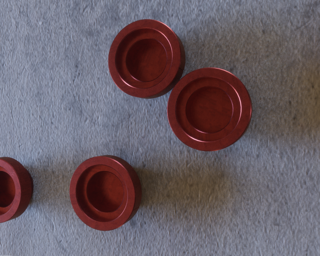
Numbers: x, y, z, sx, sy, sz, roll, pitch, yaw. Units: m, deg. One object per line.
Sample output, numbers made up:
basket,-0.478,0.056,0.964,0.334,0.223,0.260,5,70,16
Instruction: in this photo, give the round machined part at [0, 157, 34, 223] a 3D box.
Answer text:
round machined part,-0.239,0.093,0.482,0.098,0.042,0.097,0,90,19

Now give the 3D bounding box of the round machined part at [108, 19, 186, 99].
round machined part,-0.014,-0.087,0.404,0.098,0.042,0.097,0,90,19

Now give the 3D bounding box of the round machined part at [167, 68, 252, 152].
round machined part,0.062,-0.022,0.378,0.098,0.042,0.097,0,90,19

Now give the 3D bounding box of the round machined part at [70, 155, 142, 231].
round machined part,-0.070,0.086,0.423,0.098,0.042,0.097,0,90,19
